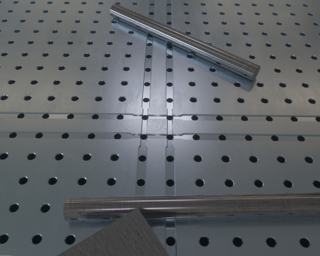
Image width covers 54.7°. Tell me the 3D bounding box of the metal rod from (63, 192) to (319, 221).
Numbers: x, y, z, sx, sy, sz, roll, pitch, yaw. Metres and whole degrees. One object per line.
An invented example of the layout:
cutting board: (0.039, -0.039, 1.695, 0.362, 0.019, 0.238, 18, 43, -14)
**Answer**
metal rod: (0.051, 0.085, 0.336, 0.302, 0.025, 0.025, -1, 50, -1)

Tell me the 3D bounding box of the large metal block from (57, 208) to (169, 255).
large metal block: (-0.033, 0.134, 0.278, 0.081, 0.050, 0.080, -27, 55, -21)

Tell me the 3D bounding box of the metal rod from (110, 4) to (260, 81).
metal rod: (0.031, -0.156, 0.538, 0.300, 0.025, 0.025, 31, 57, 23)
